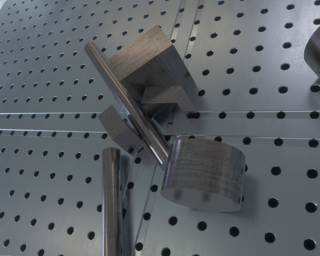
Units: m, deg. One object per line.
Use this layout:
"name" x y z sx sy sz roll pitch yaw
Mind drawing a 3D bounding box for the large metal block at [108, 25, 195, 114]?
"large metal block" -0.010 -0.078 0.426 0.080 0.080 0.050 -34 51 6

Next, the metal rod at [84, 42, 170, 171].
"metal rod" -0.056 -0.051 0.469 0.025 0.025 0.300 -38 51 3

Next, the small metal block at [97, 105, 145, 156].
"small metal block" -0.051 0.003 0.417 0.025 0.050 0.050 -40 51 1

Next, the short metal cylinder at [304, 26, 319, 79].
"short metal cylinder" 0.199 -0.077 0.315 0.080 0.080 0.050 -27 52 11

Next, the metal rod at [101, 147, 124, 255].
"metal rod" -0.052 0.156 0.339 0.025 0.025 0.299 -19 54 17

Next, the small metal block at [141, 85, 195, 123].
"small metal block" 0.011 -0.030 0.405 0.050 0.050 0.025 1 62 28

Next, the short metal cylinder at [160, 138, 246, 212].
"short metal cylinder" 0.045 0.051 0.318 0.080 0.080 0.050 -1 61 28
